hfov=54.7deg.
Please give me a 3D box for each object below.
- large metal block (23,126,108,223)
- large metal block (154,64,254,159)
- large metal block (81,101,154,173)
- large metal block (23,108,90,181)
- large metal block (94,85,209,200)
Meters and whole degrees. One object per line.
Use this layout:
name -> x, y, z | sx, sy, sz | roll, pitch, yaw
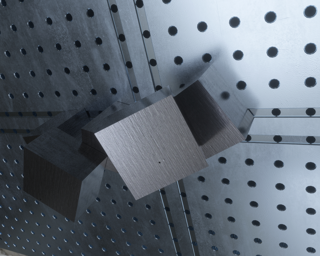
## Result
large metal block -> -0.120, 0.058, 0.387 | 0.080, 0.050, 0.079 | 28, 128, 11
large metal block -> 0.048, -0.013, 0.361 | 0.080, 0.050, 0.080 | -34, 100, 38
large metal block -> -0.043, 0.013, 0.404 | 0.080, 0.080, 0.050 | 17, 125, 18
large metal block -> -0.139, 0.026, 0.462 | 0.050, 0.080, 0.080 | -6, 115, 31
large metal block -> -0.007, 0.014, 0.317 | 0.080, 0.050, 0.080 | -27, 106, 7
